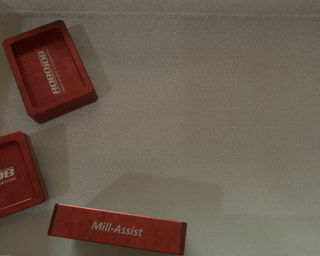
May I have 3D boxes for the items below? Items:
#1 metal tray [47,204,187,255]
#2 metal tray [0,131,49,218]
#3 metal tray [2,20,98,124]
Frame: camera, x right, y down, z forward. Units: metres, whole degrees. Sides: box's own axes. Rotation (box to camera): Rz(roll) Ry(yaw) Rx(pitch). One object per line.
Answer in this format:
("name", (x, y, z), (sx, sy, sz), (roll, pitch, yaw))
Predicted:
("metal tray", (-0.040, 0.110, 0.334), (0.131, 0.090, 0.030), (8, 71, 3))
("metal tray", (-0.210, 0.066, 0.361), (0.131, 0.030, 0.090), (-18, 86, -14))
("metal tray", (-0.154, -0.081, 0.435), (0.091, 0.030, 0.130), (-24, 72, -9))
